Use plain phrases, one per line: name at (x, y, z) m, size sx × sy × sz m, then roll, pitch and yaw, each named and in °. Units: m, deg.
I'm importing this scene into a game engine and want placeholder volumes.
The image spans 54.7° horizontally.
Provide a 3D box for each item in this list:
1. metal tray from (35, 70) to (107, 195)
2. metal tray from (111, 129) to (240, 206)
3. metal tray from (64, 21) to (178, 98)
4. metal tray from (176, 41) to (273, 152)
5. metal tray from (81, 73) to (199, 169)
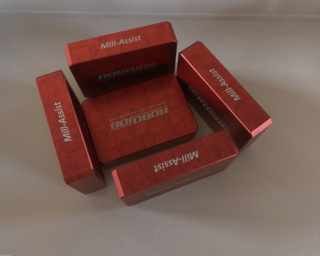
metal tray at (-0.103, 0.008, 0.369) m, size 0.030 × 0.090 × 0.130 m, roll -20°, pitch 72°, yaw -7°
metal tray at (0.017, 0.049, 0.355) m, size 0.131 × 0.090 × 0.030 m, roll -19°, pitch 72°, yaw -7°
metal tray at (-0.046, -0.085, 0.404) m, size 0.131 × 0.090 × 0.030 m, roll -15°, pitch 71°, yaw -6°
metal tray at (0.072, -0.034, 0.387) m, size 0.030 × 0.090 × 0.130 m, roll -35°, pitch 74°, yaw -11°
metal tray at (-0.027, -0.011, 0.408) m, size 0.131 × 0.030 × 0.090 m, roll -19°, pitch 71°, yaw -7°
